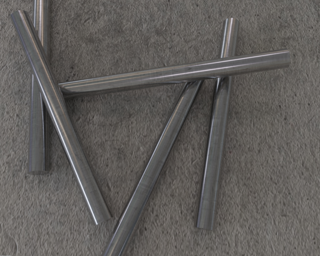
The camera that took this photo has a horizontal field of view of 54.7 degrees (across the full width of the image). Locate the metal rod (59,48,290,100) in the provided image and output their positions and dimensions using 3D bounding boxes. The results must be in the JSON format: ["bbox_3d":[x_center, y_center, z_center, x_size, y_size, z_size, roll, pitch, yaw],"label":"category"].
[{"bbox_3d":[0.013,-0.070,0.411,0.301,0.025,0.025,-7,70,6],"label":"metal rod"}]

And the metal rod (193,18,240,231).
[{"bbox_3d":[0.080,-0.019,0.415,0.025,0.025,0.299,10,70,4],"label":"metal rod"}]

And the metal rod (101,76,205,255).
[{"bbox_3d":[-0.007,0.050,0.389,0.025,0.025,0.300,23,71,8],"label":"metal rod"}]

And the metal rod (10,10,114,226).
[{"bbox_3d":[-0.130,-0.022,0.397,0.025,0.025,0.299,-24,78,-8],"label":"metal rod"}]

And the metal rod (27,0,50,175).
[{"bbox_3d":[-0.169,-0.084,0.437,0.025,0.025,0.299,-6,70,-2],"label":"metal rod"}]
